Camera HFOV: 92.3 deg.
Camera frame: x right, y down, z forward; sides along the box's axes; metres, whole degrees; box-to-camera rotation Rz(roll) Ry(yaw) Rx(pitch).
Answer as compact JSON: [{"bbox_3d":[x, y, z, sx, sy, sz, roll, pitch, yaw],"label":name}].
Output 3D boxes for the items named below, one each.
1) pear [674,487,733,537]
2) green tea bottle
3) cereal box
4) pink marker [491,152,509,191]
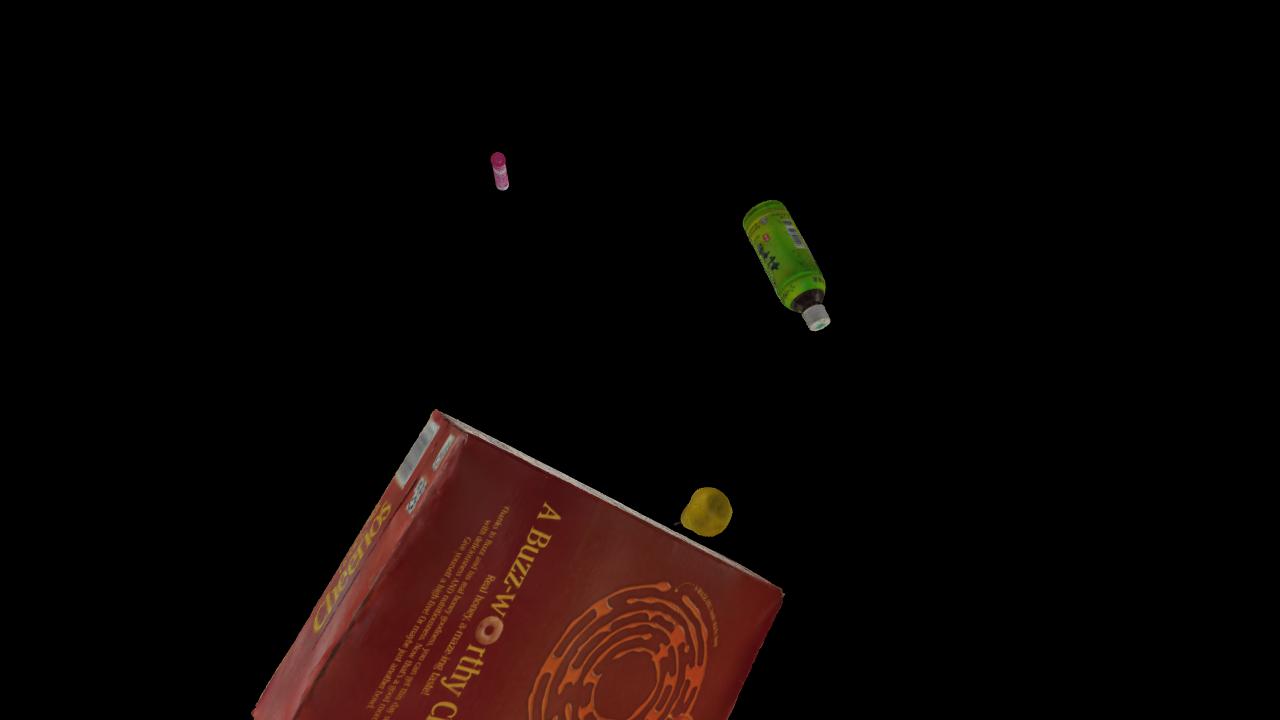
[{"bbox_3d":[0.100,0.254,1.013,0.080,0.080,0.111,0,-20,-32],"label":"pear"},{"bbox_3d":[0.217,-0.135,0.887,0.073,0.212,0.073,-14,-31,-9],"label":"green tea bottle"},{"bbox_3d":[-0.054,0.193,0.422,0.306,0.203,0.081,34,-11,-31],"label":"cereal box"},{"bbox_3d":[-0.188,-0.253,0.829,0.020,0.020,0.121,0,1,-10],"label":"pink marker"}]
